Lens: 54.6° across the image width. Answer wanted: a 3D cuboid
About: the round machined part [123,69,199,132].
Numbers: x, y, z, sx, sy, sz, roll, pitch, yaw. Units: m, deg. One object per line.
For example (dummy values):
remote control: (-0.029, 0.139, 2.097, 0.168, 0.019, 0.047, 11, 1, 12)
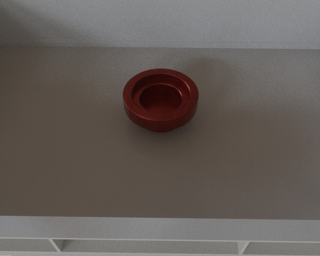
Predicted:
round machined part: (0.001, -0.033, 0.418, 0.099, 0.042, 0.098, 0, 50, 0)
